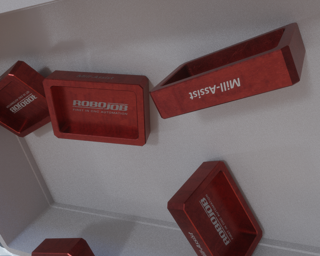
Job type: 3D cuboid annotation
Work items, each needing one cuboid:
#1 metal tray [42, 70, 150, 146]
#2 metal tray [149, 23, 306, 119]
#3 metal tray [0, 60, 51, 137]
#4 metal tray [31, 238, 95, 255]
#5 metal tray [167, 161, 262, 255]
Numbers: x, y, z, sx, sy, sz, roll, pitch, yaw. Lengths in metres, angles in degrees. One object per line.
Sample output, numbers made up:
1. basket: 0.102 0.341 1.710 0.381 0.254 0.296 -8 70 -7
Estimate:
1. metal tray: -0.081 -0.026 0.411 0.131 0.030 0.089 5 122 9
2. metal tray: 0.065 -0.054 0.298 0.130 0.090 0.030 -14 111 34
3. metal tray: -0.211 -0.038 0.471 0.130 0.030 0.090 -22 131 36
4. metal tray: -0.120 0.222 0.454 0.090 0.030 0.129 -15 108 33
5. metal tray: 0.075 0.119 0.397 0.030 0.090 0.130 -13 113 51
